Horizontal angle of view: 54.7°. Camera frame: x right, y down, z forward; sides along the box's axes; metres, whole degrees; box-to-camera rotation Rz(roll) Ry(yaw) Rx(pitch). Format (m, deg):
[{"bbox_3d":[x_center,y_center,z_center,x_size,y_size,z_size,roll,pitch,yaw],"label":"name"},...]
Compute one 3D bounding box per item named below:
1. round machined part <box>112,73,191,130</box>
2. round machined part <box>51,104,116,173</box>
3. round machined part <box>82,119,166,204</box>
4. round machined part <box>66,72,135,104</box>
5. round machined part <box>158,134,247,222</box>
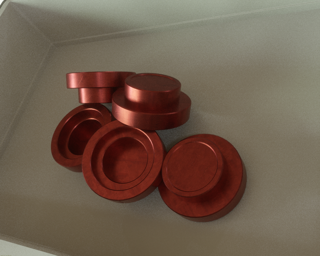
[{"bbox_3d":[-0.010,-0.039,0.385,0.099,0.042,0.098,4,27,-2],"label":"round machined part"},{"bbox_3d":[-0.098,0.017,0.431,0.098,0.042,0.098,-13,56,20],"label":"round machined part"},{"bbox_3d":[-0.039,0.041,0.372,0.098,0.042,0.098,-5,67,12],"label":"round machined part"},{"bbox_3d":[-0.083,-0.058,0.447,0.098,0.099,0.042,3,99,29],"label":"round machined part"},{"bbox_3d":[0.041,0.049,0.340,0.098,0.042,0.098,-13,56,20],"label":"round machined part"}]
